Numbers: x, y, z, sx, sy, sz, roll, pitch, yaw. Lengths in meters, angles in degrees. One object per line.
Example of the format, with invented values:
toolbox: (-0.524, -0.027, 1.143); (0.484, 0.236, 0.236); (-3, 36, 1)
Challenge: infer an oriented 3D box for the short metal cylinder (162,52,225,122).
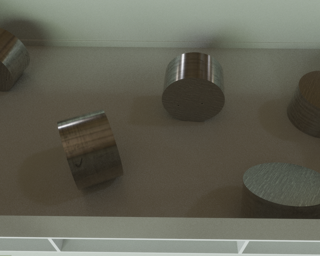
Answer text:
short metal cylinder: (0.045, -0.053, 0.414); (0.080, 0.080, 0.050); (4, 50, 3)

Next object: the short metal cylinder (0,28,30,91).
short metal cylinder: (-0.241, -0.100, 0.452); (0.080, 0.080, 0.050); (10, 51, 8)

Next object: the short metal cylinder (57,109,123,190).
short metal cylinder: (-0.078, 0.024, 0.349); (0.050, 0.080, 0.080); (-17, 52, -14)

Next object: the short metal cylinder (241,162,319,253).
short metal cylinder: (0.122, 0.075, 0.305); (0.080, 0.050, 0.080); (-2, 21, 1)

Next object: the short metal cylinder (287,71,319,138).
short metal cylinder: (0.220, -0.032, 0.417); (0.080, 0.050, 0.080); (0, 50, 0)
